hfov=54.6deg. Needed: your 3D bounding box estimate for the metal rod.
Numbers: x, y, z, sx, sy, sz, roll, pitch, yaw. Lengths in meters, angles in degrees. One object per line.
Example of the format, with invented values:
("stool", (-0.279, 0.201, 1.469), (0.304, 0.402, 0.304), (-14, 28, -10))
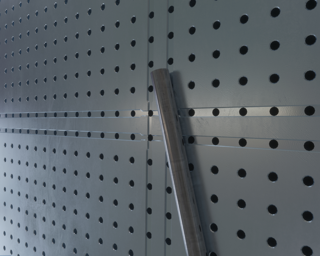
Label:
("metal rod", (0.028, 0.070, 0.386), (0.025, 0.025, 0.299), (-19, 78, 38))
